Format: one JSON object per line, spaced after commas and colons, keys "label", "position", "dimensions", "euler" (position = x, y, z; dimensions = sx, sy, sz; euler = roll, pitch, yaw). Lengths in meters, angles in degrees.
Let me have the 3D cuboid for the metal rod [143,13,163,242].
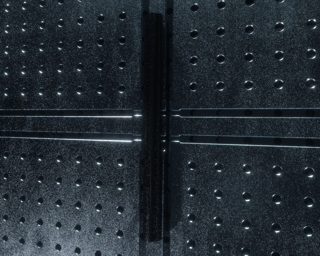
{"label": "metal rod", "position": [-0.009, -0.001, 0.415], "dimensions": [0.025, 0.025, 0.298], "euler": [0, 90, 19]}
